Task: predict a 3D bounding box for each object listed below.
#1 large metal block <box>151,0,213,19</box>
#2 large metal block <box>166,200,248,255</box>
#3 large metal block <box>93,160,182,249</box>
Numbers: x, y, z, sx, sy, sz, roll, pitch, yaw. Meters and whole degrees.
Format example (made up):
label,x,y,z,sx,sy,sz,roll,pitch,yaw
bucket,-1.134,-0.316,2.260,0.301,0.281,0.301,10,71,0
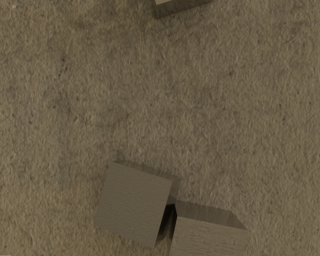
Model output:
label,x,y,z,sx,sy,sz,roll,pitch,yaw
large metal block,0.022,-0.198,0.398,0.080,0.050,0.080,-18,90,-1
large metal block,0.053,0.130,0.383,0.080,0.080,0.050,12,90,-1
large metal block,-0.026,0.090,0.387,0.080,0.050,0.080,15,90,17
